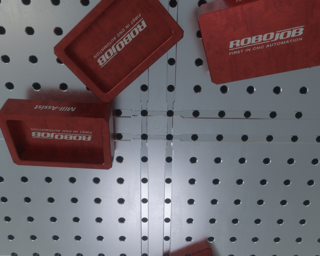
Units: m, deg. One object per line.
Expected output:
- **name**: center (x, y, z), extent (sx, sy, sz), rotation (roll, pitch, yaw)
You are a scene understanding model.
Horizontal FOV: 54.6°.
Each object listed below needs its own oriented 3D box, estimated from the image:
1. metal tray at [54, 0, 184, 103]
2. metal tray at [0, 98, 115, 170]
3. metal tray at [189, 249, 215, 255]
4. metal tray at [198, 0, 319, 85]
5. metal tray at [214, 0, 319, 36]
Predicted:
- **metal tray**: center (-0.048, -0.104, 0.371), extent (0.130, 0.030, 0.090), rotation (-39, 106, 13)
- **metal tray**: center (-0.127, 0.010, 0.397), extent (0.131, 0.030, 0.089), rotation (3, 131, -1)
- **metal tray**: center (0.069, 0.269, 0.510), extent (0.090, 0.030, 0.130), rotation (-25, 108, 8)
- **metal tray**: center (0.115, -0.104, 0.345), extent (0.130, 0.030, 0.090), rotation (-9, 130, 15)
- **metal tray**: center (0.134, -0.156, 0.354), extent (0.131, 0.030, 0.089), rotation (4, 110, -2)
